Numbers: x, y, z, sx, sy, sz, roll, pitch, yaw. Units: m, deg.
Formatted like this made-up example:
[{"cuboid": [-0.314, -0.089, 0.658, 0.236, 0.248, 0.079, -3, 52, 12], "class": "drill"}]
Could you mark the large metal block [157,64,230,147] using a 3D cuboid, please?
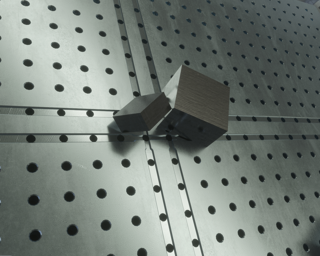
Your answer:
[{"cuboid": [0.050, -0.031, 0.440, 0.080, 0.050, 0.080, 23, 53, -15], "class": "large metal block"}]

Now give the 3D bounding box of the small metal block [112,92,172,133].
[{"cuboid": [-0.022, -0.019, 0.390, 0.050, 0.050, 0.025, -46, 119, -39], "class": "small metal block"}]
